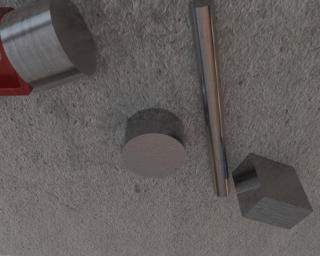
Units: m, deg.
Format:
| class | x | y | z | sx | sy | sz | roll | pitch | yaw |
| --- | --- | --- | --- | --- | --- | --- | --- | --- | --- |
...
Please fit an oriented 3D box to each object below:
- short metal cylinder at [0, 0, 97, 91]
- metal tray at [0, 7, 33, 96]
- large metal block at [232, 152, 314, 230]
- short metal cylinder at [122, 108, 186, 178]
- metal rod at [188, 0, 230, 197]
| class | x | y | z | sx | sy | sz | roll | pitch | yaw |
| --- | --- | --- | --- | --- | --- | --- | --- | --- | --- |
| short metal cylinder | -0.104 | -0.082 | 0.301 | 0.050 | 0.080 | 0.080 | -16 | 129 | 13 |
| metal tray | -0.211 | -0.079 | 0.334 | 0.131 | 0.030 | 0.089 | -1 | 130 | 0 |
| large metal block | 0.160 | 0.091 | 0.451 | 0.080 | 0.080 | 0.050 | 19 | 128 | -15 |
| short metal cylinder | -0.007 | 0.020 | 0.408 | 0.081 | 0.050 | 0.079 | 0 | 130 | 0 |
| metal rod | 0.069 | -0.011 | 0.398 | 0.025 | 0.025 | 0.298 | -9 | 130 | 7 |
